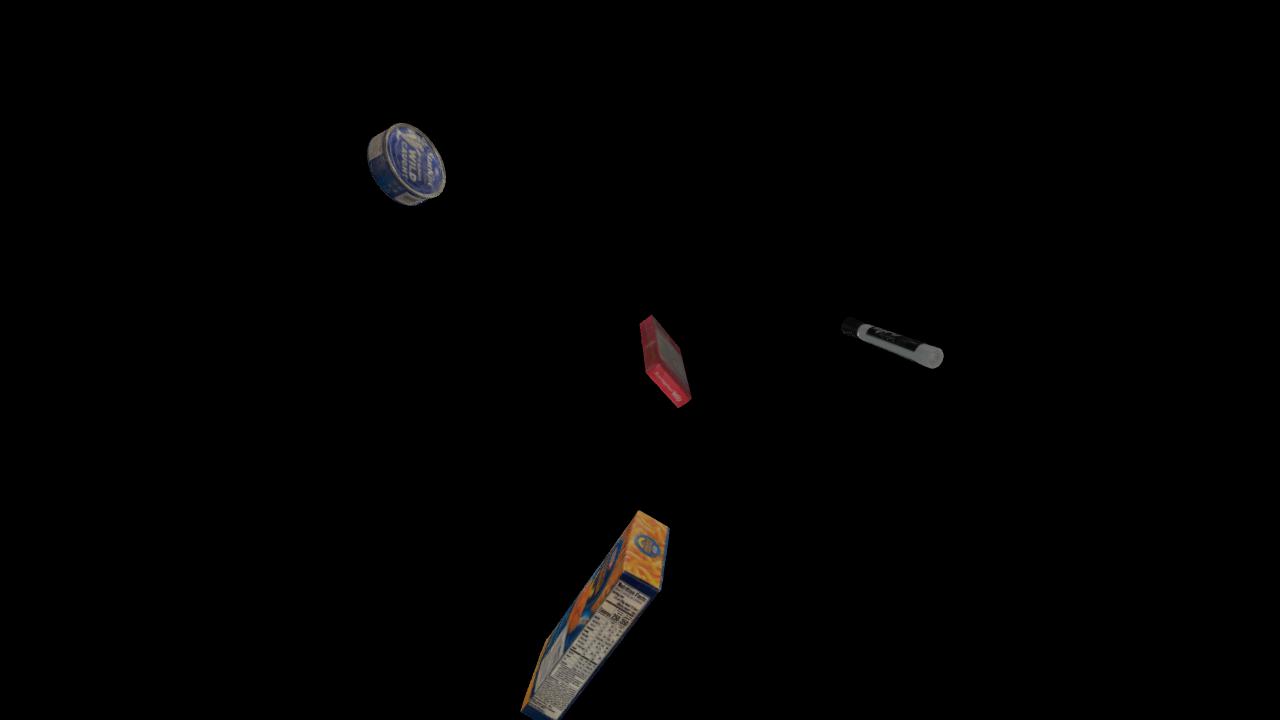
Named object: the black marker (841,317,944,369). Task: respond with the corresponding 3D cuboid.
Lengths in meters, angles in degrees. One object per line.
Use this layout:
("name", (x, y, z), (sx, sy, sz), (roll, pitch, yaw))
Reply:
("black marker", (0.231, -0.019, 0.578), (0.020, 0.020, 0.121), (0, 17, -21))

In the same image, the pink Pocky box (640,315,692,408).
("pink Pocky box", (0.038, -0.001, 0.958), (0.029, 0.084, 0.155), (-34, 28, 16))

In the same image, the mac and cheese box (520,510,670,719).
("mac and cheese box", (-0.039, 0.232, 0.552), (0.041, 0.184, 0.093), (32, 18, -2))

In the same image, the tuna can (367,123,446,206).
("tuna can", (-0.259, -0.216, 0.684), (0.034, 0.084, 0.084), (-14, -7, 27))
